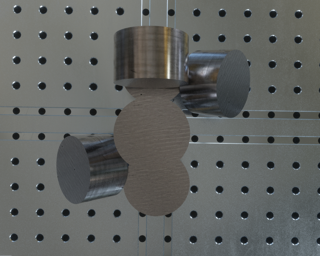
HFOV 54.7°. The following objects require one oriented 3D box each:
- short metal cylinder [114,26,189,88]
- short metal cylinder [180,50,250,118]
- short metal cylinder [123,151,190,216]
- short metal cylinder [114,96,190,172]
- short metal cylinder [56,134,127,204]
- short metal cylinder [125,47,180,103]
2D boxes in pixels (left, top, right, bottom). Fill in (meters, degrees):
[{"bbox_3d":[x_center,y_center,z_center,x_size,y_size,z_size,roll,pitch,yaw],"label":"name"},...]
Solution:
[{"bbox_3d":[-0.009,-0.073,0.334,0.081,0.080,0.050,0,90,0],"label":"short metal cylinder"},{"bbox_3d":[0.069,-0.055,0.379,0.050,0.080,0.080,11,90,40],"label":"short metal cylinder"},{"bbox_3d":[-0.004,0.067,0.400,0.081,0.050,0.079,0,91,-1],"label":"short metal cylinder"},{"bbox_3d":[-0.008,0.006,0.350,0.081,0.050,0.079,0,90,0],"label":"short metal cylinder"},{"bbox_3d":[-0.085,0.048,0.380,0.050,0.080,0.080,-2,90,-44],"label":"short metal cylinder"},{"bbox_3d":[-0.007,-0.069,0.400,0.081,0.050,0.079,0,91,0],"label":"short metal cylinder"}]
